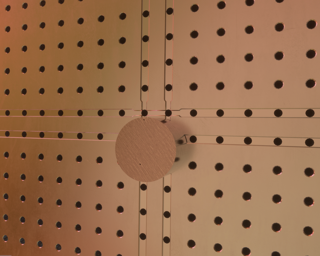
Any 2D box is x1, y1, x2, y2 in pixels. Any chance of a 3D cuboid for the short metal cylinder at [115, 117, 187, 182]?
[{"bbox_3d":[-0.010,0.026,0.402,0.080,0.050,0.079,0,90,19],"label":"short metal cylinder"}]
